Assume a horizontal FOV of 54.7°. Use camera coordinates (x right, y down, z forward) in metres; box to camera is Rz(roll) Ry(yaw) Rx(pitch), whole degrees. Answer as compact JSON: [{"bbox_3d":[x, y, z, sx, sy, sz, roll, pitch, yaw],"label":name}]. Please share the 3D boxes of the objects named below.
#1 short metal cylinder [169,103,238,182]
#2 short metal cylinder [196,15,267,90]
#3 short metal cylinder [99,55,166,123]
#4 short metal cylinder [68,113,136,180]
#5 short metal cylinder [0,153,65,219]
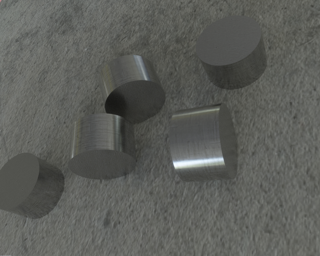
[{"bbox_3d":[0.049,0.016,0.332,0.050,0.080,0.080,-9,58,23],"label":"short metal cylinder"},{"bbox_3d":[0.092,-0.096,0.398,0.080,0.050,0.080,-13,56,20],"label":"short metal cylinder"},{"bbox_3d":[-0.038,-0.051,0.418,0.080,0.080,0.050,-28,53,10],"label":"short metal cylinder"},{"bbox_3d":[-0.071,0.025,0.389,0.080,0.080,0.050,-18,55,17],"label":"short metal cylinder"},{"bbox_3d":[-0.183,0.081,0.432,0.080,0.050,0.080,-13,56,20],"label":"short metal cylinder"}]
